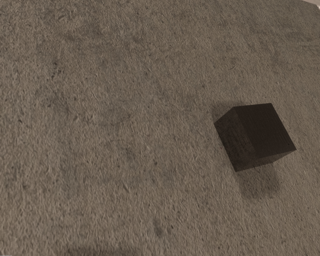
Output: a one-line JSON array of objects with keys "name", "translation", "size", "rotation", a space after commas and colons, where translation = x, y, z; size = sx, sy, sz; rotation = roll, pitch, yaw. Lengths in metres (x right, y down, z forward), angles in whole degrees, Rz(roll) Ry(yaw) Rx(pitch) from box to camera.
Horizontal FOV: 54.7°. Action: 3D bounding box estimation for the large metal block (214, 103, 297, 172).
[{"name": "large metal block", "translation": [0.139, 0.012, 0.458], "size": [0.081, 0.050, 0.080], "rotation": [-7, 66, -32]}]
